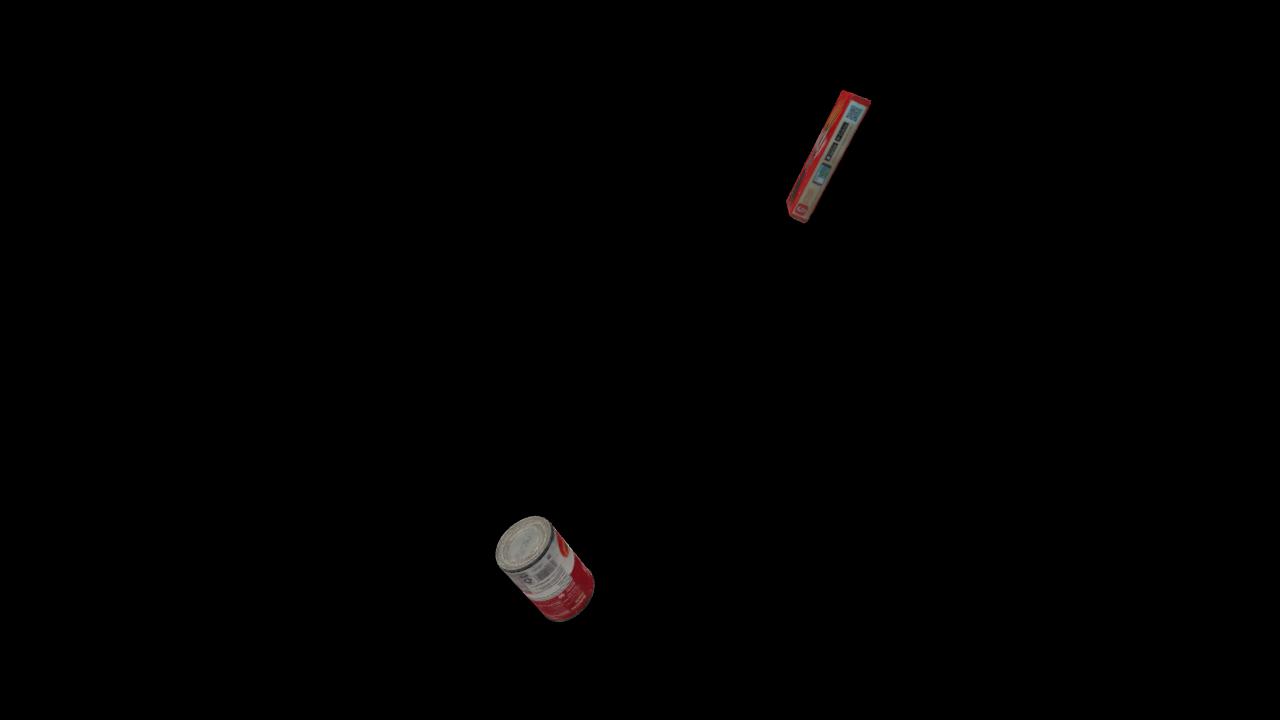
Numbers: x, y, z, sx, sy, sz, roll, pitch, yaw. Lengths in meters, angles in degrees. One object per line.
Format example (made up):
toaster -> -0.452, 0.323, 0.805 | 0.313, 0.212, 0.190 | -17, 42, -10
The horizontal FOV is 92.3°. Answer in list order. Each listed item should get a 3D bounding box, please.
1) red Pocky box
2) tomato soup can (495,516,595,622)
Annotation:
red Pocky box -> 0.230, -0.254, 0.769 | 0.028, 0.155, 0.083 | 23, 28, -2
tomato soup can -> -0.100, 0.221, 0.651 | 0.068, 0.101, 0.068 | -19, 35, 14
